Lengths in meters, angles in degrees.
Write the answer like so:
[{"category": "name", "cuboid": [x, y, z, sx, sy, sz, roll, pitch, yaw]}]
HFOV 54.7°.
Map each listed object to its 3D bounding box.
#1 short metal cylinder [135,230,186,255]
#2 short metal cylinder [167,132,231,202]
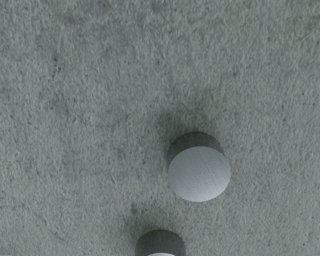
[{"category": "short metal cylinder", "cuboid": [0.001, 0.204, 0.472, 0.081, 0.050, 0.079, 0, 110, -1]}, {"category": "short metal cylinder", "cuboid": [0.050, 0.051, 0.416, 0.081, 0.050, 0.079, 0, 110, -1]}]
